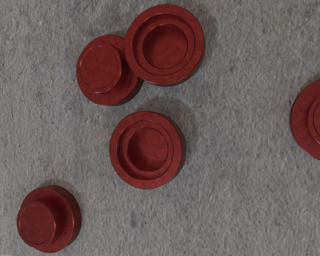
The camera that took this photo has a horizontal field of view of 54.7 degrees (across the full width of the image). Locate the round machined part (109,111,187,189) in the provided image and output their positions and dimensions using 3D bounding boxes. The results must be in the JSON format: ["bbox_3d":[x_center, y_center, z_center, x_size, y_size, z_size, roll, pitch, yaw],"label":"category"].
[{"bbox_3d":[-0.013,0.027,0.404,0.098,0.042,0.097,0,90,19],"label":"round machined part"}]

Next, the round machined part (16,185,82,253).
[{"bbox_3d":[-0.170,0.137,0.458,0.098,0.042,0.097,0,90,19],"label":"round machined part"}]

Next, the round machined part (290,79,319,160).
[{"bbox_3d":[0.193,-0.009,0.332,0.098,0.042,0.097,0,90,19],"label":"round machined part"}]

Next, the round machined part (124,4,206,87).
[{"bbox_3d":[0.008,-0.100,0.392,0.098,0.042,0.097,0,88,12],"label":"round machined part"}]

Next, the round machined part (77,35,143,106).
[{"bbox_3d":[-0.074,-0.080,0.425,0.098,0.042,0.097,0,90,19],"label":"round machined part"}]
